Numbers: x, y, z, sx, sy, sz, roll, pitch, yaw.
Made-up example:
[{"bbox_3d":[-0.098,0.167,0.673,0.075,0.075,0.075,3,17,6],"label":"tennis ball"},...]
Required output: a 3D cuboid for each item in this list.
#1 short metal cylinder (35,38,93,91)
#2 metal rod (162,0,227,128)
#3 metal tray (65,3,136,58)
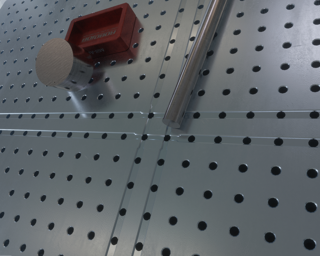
[{"bbox_3d":[-0.161,-0.105,0.523,0.080,0.050,0.080,-2,85,25],"label":"short metal cylinder"},{"bbox_3d":[0.066,-0.136,0.456,0.025,0.025,0.300,8,66,32],"label":"metal rod"},{"bbox_3d":[-0.114,-0.174,0.571,0.130,0.030,0.090,-6,59,24],"label":"metal tray"}]
